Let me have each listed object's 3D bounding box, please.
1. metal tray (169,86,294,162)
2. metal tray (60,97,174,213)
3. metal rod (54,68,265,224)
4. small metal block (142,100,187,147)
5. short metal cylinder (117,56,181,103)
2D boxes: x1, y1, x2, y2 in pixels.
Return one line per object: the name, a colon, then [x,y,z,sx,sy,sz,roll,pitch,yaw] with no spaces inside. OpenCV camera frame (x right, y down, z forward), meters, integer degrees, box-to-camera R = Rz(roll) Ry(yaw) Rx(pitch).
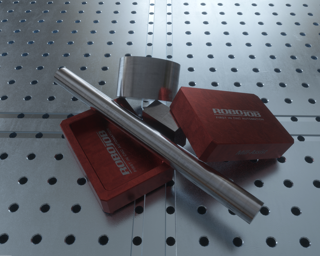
metal tray: [0.087,-0.005,0.371,0.131,0.030,0.090,1,45,-32]
metal tray: [-0.054,0.026,0.377,0.091,0.030,0.130,-25,55,-20]
metal rod: [-0.020,0.006,0.359,0.300,0.025,0.025,34,58,25]
small metal block: [0.006,0.000,0.385,0.050,0.050,0.025,33,58,25]
short metal cylinder: [-0.015,-0.062,0.411,0.080,0.080,0.050,6,92,5]
